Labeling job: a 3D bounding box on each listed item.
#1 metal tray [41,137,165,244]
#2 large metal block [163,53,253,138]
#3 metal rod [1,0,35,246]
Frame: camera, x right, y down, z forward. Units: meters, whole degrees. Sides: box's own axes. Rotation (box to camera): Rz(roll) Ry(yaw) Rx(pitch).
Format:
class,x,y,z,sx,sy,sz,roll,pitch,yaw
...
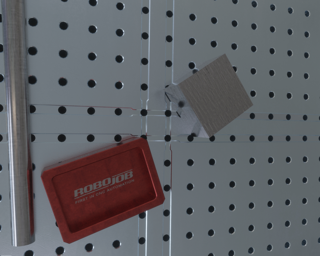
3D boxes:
class,x,y,z,sx,sy,sz,roll,pitch,yaw
metal tray,-0.068,0.073,0.385,0.131,0.030,0.089,-19,97,-19
large metal block,0.066,-0.043,0.424,0.080,0.050,0.080,-35,102,-17
metal rod,-0.162,-0.018,0.353,0.025,0.025,0.298,-2,91,-20
